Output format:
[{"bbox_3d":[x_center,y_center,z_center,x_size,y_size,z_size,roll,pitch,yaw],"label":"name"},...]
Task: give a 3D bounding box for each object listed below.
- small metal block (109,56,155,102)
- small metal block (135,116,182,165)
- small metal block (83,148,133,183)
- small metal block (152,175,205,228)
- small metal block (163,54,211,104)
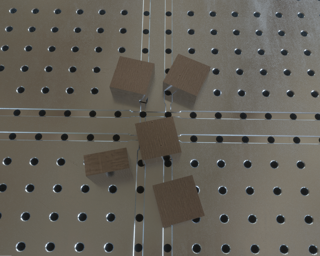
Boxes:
[{"bbox_3d":[-0.038,-0.069,0.436,0.050,0.025,0.050,13,70,4],"label":"small metal block"},{"bbox_3d":[-0.003,0.017,0.406,0.050,0.025,0.050,-11,71,-5],"label":"small metal block"},{"bbox_3d":[-0.062,0.047,0.380,0.050,0.050,0.025,-10,71,-4],"label":"small metal block"},{"bbox_3d":[0.022,0.090,0.379,0.050,0.025,0.050,-14,71,-6],"label":"small metal block"},{"bbox_3d":[0.038,-0.070,0.438,0.050,0.025,0.050,25,72,8],"label":"small metal block"}]
